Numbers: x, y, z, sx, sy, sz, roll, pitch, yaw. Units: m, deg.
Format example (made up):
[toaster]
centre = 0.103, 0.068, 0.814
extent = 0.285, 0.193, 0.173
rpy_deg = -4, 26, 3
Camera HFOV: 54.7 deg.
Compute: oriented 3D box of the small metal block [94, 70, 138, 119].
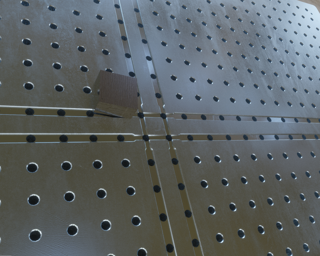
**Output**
[small metal block]
centre = -0.058, -0.043, 0.405
extent = 0.050, 0.025, 0.050
rpy_deg = 10, 57, -23
